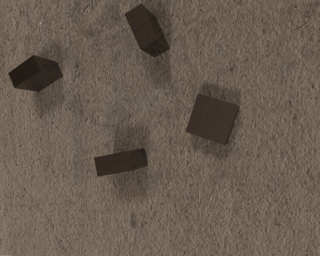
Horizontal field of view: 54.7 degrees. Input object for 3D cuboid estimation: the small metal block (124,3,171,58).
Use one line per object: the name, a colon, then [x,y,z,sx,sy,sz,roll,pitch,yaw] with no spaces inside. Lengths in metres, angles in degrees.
small metal block: [-0.015,-0.124,0.400,0.025,0.050,0.050,-26,82,18]

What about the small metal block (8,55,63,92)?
small metal block: [-0.183,-0.079,0.458,0.050,0.050,0.025,-28,81,17]

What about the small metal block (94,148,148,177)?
small metal block: [-0.051,0.045,0.413,0.050,0.050,0.025,-12,86,19]

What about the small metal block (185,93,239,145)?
small metal block: [0.066,-0.011,0.385,0.050,0.025,0.050,19,96,18]
